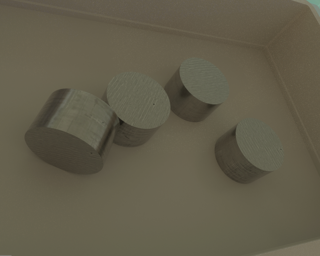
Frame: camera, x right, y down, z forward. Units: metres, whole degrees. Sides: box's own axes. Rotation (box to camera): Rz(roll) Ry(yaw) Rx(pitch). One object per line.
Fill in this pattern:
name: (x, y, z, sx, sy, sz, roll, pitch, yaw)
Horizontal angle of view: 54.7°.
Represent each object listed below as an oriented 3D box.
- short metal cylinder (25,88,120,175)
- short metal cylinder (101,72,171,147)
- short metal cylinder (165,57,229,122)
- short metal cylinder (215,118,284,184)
short metal cylinder: (-0.088, 0.005, 0.319, 0.080, 0.080, 0.050, 26, 53, -12)
short metal cylinder: (-0.034, -0.022, 0.385, 0.081, 0.050, 0.080, 14, 56, -21)
short metal cylinder: (0.053, -0.055, 0.451, 0.081, 0.050, 0.080, 14, 56, -21)
short metal cylinder: (0.125, 0.032, 0.437, 0.081, 0.050, 0.080, 14, 56, -21)
